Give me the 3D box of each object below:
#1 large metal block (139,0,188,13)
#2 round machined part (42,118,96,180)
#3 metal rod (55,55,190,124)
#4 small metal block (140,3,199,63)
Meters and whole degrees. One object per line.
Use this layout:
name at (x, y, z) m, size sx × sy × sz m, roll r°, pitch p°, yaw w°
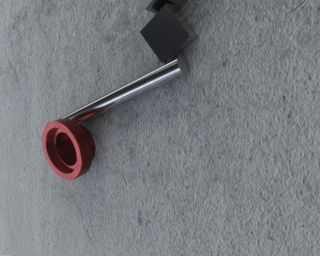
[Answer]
large metal block at (0.005, -0.197, 0.384) m, size 0.080 × 0.050 × 0.080 m, roll -43°, pitch 64°, yaw 31°
round machined part at (-0.143, 0.031, 0.503) m, size 0.098 × 0.042 × 0.097 m, roll 12°, pitch 112°, yaw 34°
metal rod at (-0.082, -0.038, 0.472) m, size 0.299 × 0.025 × 0.025 m, roll -19°, pitch 78°, yaw 38°
small metal block at (0.011, -0.117, 0.388) m, size 0.050 × 0.025 × 0.050 m, roll -38°, pitch 82°, yaw 33°
